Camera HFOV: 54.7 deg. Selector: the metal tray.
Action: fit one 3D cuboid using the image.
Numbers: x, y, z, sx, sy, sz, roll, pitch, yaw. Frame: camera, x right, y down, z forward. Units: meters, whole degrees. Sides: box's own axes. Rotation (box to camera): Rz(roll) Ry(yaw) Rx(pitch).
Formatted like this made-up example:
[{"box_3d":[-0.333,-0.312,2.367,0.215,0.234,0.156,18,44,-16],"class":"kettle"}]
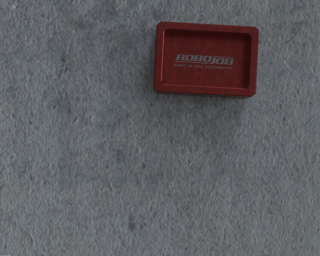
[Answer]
[{"box_3d":[0.059,-0.088,0.408,0.131,0.030,0.089,3,90,-1],"class":"metal tray"}]
